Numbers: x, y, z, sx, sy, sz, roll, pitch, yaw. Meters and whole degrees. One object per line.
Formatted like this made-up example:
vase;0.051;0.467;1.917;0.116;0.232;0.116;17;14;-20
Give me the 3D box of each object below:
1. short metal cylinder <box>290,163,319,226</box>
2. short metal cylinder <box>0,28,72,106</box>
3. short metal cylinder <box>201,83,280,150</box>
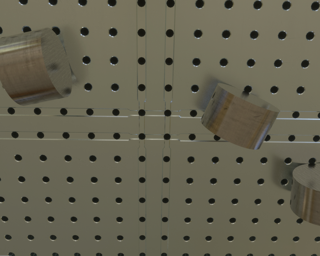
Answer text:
short metal cylinder;0.222;0.088;0.420;0.081;0.080;0.050;-4;110;1
short metal cylinder;-0.141;-0.070;0.356;0.050;0.080;0.079;-11;110;4
short metal cylinder;0.097;-0.016;0.380;0.080;0.080;0.050;20;109;-8
